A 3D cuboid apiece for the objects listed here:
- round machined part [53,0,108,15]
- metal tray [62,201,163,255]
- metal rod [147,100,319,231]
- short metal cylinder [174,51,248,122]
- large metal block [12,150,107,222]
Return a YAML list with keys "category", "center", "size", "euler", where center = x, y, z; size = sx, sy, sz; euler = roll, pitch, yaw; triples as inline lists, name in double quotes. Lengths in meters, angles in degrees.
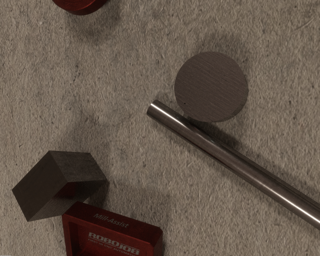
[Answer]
- category: "round machined part"
  center: [-0.106, -0.207, 0.436]
  size: [0.098, 0.042, 0.097]
  euler: [0, 90, 19]
- category: "metal tray"
  center: [-0.063, 0.157, 0.410]
  size: [0.130, 0.030, 0.089]
  euler: [12, 117, 19]
- category: "metal rod"
  center: [0.110, 0.054, 0.370]
  size: [0.300, 0.025, 0.025]
  euler: [34, 101, 16]
- category: "short metal cylinder"
  center: [0.063, -0.047, 0.373]
  size: [0.080, 0.050, 0.079]
  euler: [0, 90, 19]
- category: "large metal block"
  center: [-0.134, 0.077, 0.422]
  size: [0.080, 0.080, 0.050]
  euler: [-44, 68, 14]
